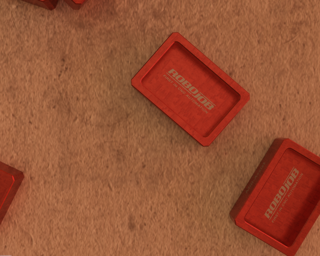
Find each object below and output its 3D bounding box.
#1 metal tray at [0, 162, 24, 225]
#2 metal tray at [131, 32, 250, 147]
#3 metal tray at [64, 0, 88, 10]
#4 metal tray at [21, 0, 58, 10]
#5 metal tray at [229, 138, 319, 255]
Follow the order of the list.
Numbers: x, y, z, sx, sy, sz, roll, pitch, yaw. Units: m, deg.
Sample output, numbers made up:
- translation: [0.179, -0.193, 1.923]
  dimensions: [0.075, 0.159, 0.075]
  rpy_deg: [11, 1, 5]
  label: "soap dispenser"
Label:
- translation: [-0.260, 0.073, 0.404]
  dimensions: [0.131, 0.030, 0.090]
  rpy_deg: [26, 90, -1]
  label: "metal tray"
- translation: [0.039, -0.049, 0.407]
  dimensions: [0.130, 0.030, 0.090]
  rpy_deg: [41, 90, -1]
  label: "metal tray"
- translation: [-0.094, -0.226, 0.383]
  dimensions: [0.090, 0.030, 0.130]
  rpy_deg: [42, 81, -20]
  label: "metal tray"
- translation: [-0.165, -0.233, 0.405]
  dimensions: [0.090, 0.030, 0.129]
  rpy_deg: [19, 90, -1]
  label: "metal tray"
- translation: [0.165, 0.089, 0.409]
  dimensions: [0.090, 0.030, 0.130]
  rpy_deg: [31, 90, -1]
  label: "metal tray"
